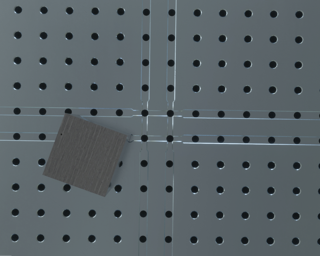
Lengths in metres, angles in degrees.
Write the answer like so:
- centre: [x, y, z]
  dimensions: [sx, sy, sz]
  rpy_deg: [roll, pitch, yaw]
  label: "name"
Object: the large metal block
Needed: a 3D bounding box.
- centre: [-0.091, 0.033, 0.400]
  dimensions: [0.080, 0.050, 0.080]
  rpy_deg: [20, 90, 0]
  label: "large metal block"
